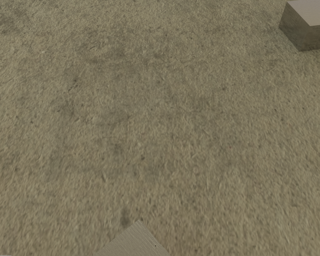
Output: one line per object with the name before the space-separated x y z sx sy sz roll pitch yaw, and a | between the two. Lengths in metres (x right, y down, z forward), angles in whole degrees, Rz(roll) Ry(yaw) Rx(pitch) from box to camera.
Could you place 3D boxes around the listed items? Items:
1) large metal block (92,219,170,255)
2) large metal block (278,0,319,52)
large metal block | -0.023 0.143 0.267 0.080 0.050 0.080 -33 58 -25
large metal block | 0.271 -0.183 0.545 0.081 0.050 0.080 -9 51 -8
